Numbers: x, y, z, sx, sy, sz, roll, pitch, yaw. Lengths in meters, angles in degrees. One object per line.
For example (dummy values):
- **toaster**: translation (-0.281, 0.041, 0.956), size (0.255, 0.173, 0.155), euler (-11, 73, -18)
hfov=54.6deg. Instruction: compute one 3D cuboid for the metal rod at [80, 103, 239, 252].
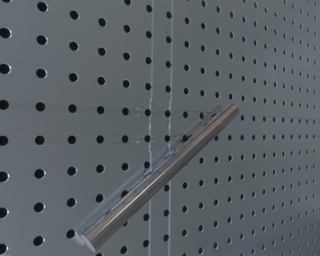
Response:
- **metal rod**: translation (0.020, 0.049, 0.424), size (0.302, 0.025, 0.025), euler (-38, 114, -33)
